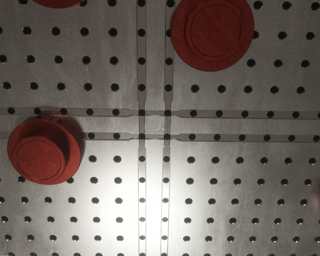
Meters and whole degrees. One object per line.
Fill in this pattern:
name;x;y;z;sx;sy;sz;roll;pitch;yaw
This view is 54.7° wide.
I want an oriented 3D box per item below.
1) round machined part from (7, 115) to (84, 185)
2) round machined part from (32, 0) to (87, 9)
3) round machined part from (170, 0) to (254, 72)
round machined part;-0.155;0.035;0.415;0.099;0.042;0.097;0;110;-1
round machined part;-0.117;-0.182;0.336;0.099;0.042;0.097;0;110;-1
round machined part;0.062;-0.114;0.363;0.099;0.042;0.097;0;110;-1
